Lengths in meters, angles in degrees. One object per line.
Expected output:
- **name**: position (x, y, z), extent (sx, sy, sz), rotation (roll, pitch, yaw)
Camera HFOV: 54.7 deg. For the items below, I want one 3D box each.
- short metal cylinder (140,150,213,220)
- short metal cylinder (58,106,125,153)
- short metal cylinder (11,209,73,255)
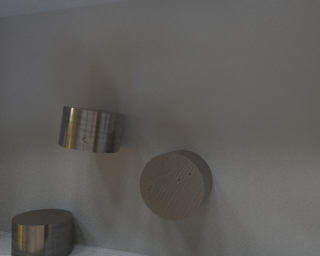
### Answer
- **short metal cylinder**: position (0.022, 0.069, 0.390), extent (0.080, 0.050, 0.080), rotation (0, 90, 20)
- **short metal cylinder**: position (-0.091, 0.001, 0.413), extent (0.080, 0.080, 0.050), rotation (10, 93, 20)
- **short metal cylinder**: position (-0.166, 0.151, 0.440), extent (0.080, 0.080, 0.050), rotation (1, 91, 20)
